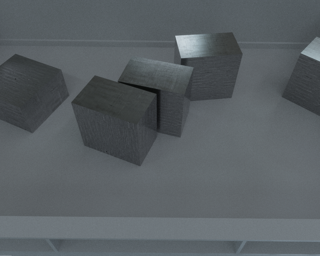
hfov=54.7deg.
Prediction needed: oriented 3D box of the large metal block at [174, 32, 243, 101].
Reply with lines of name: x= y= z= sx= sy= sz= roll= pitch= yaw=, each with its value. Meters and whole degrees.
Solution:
large metal block: x=0.064 y=-0.085 z=0.442 sx=0.081 sy=0.080 sz=0.050 roll=-5 pitch=50 yaw=-5

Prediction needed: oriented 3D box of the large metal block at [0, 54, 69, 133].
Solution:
large metal block: x=-0.188 y=-0.050 z=0.428 sx=0.080 sy=0.050 sz=0.080 roll=21 pitch=53 yaw=16

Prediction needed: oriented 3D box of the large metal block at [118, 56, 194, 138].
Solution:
large metal block: x=-0.004 y=-0.039 z=0.403 sx=0.080 sy=0.080 sz=0.050 roll=13 pitch=51 yaw=10

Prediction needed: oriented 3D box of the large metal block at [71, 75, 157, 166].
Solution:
large metal block: x=-0.051 y=-0.008 z=0.375 sx=0.080 sy=0.080 sz=0.050 roll=18 pitch=53 yaw=14

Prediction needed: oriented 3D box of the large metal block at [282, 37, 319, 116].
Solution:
large metal block: x=0.229 y=-0.066 z=0.428 sx=0.080 sy=0.080 sz=0.050 roll=34 pitch=58 yaw=25
